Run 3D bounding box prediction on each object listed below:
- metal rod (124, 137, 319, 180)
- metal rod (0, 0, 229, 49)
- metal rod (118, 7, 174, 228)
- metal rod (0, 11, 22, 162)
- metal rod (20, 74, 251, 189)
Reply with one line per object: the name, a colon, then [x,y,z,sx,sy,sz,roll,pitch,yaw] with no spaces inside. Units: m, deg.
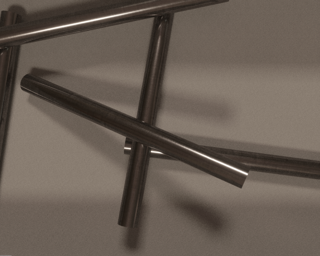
metal rod: [0.104,0.042,0.412,0.302,0.025,0.025,8,90,-1]
metal rod: [-0.065,-0.138,0.382,0.302,0.025,0.025,-12,90,0]
metal rod: [-0.014,-0.029,0.392,0.025,0.025,0.298,10,82,-1]
metal rod: [-0.218,-0.002,0.408,0.025,0.025,0.298,9,90,-1]
metal rod: [-0.042,-0.004,0.367,0.301,0.025,0.025,23,90,17]
